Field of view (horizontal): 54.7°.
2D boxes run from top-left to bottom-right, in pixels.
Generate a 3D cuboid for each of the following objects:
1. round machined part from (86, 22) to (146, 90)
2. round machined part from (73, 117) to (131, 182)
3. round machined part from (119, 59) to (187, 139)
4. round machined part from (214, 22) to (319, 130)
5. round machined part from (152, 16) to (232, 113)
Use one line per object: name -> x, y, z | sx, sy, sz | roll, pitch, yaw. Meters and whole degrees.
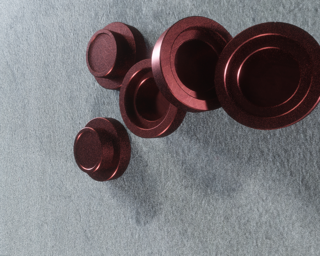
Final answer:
round machined part -> -0.070, -0.105, 0.449 | 0.098, 0.042, 0.097 | 0, 90, 39
round machined part -> -0.094, 0.033, 0.468 | 0.098, 0.042, 0.097 | 0, 90, 39
round machined part -> -0.003, -0.036, 0.395 | 0.098, 0.042, 0.097 | 0, 90, 39
round machined part -> 0.106, -0.047, 0.298 | 0.098, 0.042, 0.097 | 1, 92, 29
round machined part -> 0.036, -0.065, 0.333 | 0.042, 0.099, 0.097 | 173, 95, -65
